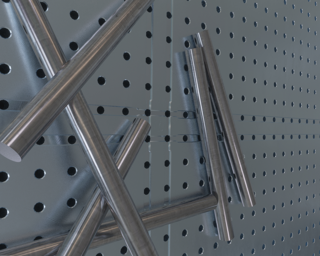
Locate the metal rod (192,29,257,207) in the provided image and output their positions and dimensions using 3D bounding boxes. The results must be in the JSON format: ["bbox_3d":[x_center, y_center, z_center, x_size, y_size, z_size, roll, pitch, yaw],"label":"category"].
[{"bbox_3d":[0.107,-0.006,0.497,0.025,0.025,0.299,-31,109,-36],"label":"metal rod"}]

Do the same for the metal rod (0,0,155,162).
[{"bbox_3d":[-0.057,-0.089,0.320,0.025,0.025,0.301,51,48,-28],"label":"metal rod"}]

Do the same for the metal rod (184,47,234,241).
[{"bbox_3d":[0.077,0.030,0.472,0.025,0.025,0.298,-19,102,-38],"label":"metal rod"}]

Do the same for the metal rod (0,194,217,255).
[{"bbox_3d":[-0.038,0.119,0.376,0.302,0.025,0.025,-3,92,-40],"label":"metal rod"}]

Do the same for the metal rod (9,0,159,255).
[{"bbox_3d":[-0.072,0.007,0.311,0.025,0.025,0.299,-28,96,-36],"label":"metal rod"}]

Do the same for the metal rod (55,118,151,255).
[{"bbox_3d":[-0.080,0.110,0.310,0.025,0.025,0.300,47,53,-30],"label":"metal rod"}]
